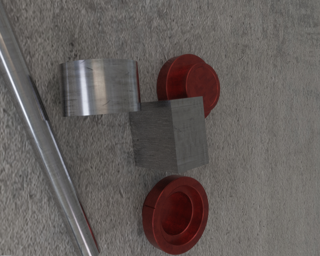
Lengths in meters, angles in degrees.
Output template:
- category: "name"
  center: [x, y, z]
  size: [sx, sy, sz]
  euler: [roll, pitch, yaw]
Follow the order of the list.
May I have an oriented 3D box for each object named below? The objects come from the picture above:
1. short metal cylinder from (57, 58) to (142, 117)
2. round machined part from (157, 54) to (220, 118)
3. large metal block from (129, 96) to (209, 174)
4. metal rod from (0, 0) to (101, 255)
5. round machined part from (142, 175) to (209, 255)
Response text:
- category: "short metal cylinder"
  center: [-0.061, -0.040, 0.318]
  size: [0.081, 0.080, 0.050]
  euler: [-8, 95, -40]
- category: "round machined part"
  center: [0.046, -0.055, 0.432]
  size: [0.099, 0.042, 0.097]
  euler: [0, 90, -40]
- category: "large metal block"
  center: [0.009, 0.006, 0.376]
  size: [0.050, 0.080, 0.079]
  euler: [-11, 97, -39]
- category: "metal rod"
  center: [-0.119, 0.000, 0.304]
  size: [0.025, 0.025, 0.298]
  euler: [-28, 107, -37]
- category: "round machined part"
  center: [0.016, 0.110, 0.407]
  size: [0.099, 0.042, 0.097]
  euler: [0, 90, -40]
